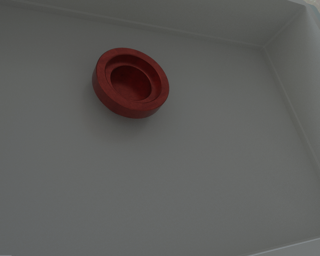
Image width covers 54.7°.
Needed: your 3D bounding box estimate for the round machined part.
[{"bbox_3d":[-0.041,-0.054,0.407,0.099,0.042,0.098,14,56,-21],"label":"round machined part"}]
